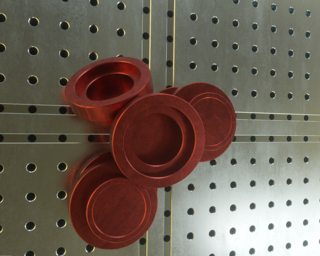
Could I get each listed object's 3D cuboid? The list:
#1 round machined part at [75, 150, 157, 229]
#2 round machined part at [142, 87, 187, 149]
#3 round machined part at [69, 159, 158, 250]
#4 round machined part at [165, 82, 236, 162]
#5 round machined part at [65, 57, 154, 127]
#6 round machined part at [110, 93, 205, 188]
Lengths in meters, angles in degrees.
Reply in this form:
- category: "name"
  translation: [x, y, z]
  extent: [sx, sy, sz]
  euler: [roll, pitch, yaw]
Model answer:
- category: "round machined part"
  translation: [-0.049, 0.075, 0.363]
  extent: [0.099, 0.042, 0.097]
  euler: [0, 90, -20]
- category: "round machined part"
  translation: [0.023, -0.003, 0.390]
  extent: [0.099, 0.042, 0.097]
  euler: [0, 90, -20]
- category: "round machined part"
  translation: [-0.048, 0.085, 0.340]
  extent: [0.099, 0.042, 0.097]
  euler: [0, 90, -20]
- category: "round machined part"
  translation: [0.051, -0.007, 0.376]
  extent: [0.099, 0.042, 0.097]
  euler: [0, 89, -20]
- category: "round machined part"
  translation: [-0.056, -0.039, 0.362]
  extent: [0.099, 0.098, 0.042]
  euler: [-29, 135, -18]
- category: "round machined part"
  translation: [-0.005, 0.011, 0.333]
  extent: [0.099, 0.042, 0.097]
  euler: [-3, 99, -17]
